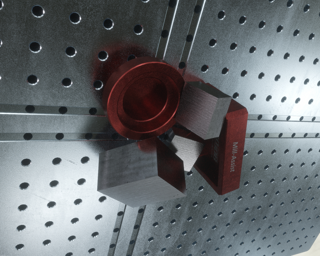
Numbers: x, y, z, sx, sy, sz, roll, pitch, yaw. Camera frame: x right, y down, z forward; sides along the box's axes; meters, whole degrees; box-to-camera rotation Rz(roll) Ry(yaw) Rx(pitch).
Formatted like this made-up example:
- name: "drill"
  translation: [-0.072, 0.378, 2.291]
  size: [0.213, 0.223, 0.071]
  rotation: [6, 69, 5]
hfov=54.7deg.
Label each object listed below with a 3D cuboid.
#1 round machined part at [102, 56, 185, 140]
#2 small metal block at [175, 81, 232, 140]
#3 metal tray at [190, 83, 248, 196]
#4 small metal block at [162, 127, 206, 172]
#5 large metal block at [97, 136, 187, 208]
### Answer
- name: "round machined part"
  translation: [-0.021, -0.038, 0.366]
  size: [0.099, 0.042, 0.097]
  rotation: [-14, 125, -21]
- name: "small metal block"
  translation: [0.049, -0.021, 0.357]
  size: [0.025, 0.050, 0.050]
  rotation: [-9, 122, -41]
- name: "metal tray"
  translation: [0.073, 0.015, 0.420]
  size: [0.030, 0.090, 0.129]
  rotation: [-17, 125, -19]
- name: "small metal block"
  translation: [0.029, 0.030, 0.441]
  size: [0.050, 0.025, 0.050]
  rotation: [17, 114, -24]
- name: "large metal block"
  translation: [-0.021, 0.059, 0.392]
  size: [0.080, 0.050, 0.080]
  rotation: [-17, 146, 21]
